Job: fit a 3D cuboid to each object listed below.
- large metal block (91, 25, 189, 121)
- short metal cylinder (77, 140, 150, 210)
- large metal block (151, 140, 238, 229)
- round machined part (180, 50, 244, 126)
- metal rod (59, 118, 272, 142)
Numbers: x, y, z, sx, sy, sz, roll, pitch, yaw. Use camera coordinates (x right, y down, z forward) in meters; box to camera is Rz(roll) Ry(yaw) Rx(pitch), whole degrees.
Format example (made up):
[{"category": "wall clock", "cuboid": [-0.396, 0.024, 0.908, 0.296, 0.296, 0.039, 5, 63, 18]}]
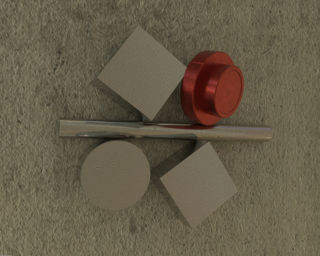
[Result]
[{"category": "large metal block", "cuboid": [-0.026, -0.064, 0.386, 0.080, 0.050, 0.080, 38, 78, -16]}, {"category": "short metal cylinder", "cuboid": [-0.058, 0.054, 0.376, 0.081, 0.050, 0.079, 0, 90, -21]}, {"category": "large metal block", "cuboid": [0.043, 0.072, 0.414, 0.080, 0.050, 0.080, -35, 102, -17]}, {"category": "round machined part", "cuboid": [0.074, -0.050, 0.405, 0.099, 0.042, 0.097, -21, 119, -42]}, {"category": "metal rod", "cuboid": [0.022, 0.004, 0.420, 0.303, 0.025, 0.025, 2, 90, -21]}]
